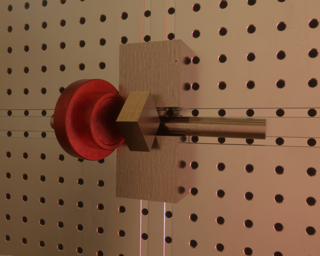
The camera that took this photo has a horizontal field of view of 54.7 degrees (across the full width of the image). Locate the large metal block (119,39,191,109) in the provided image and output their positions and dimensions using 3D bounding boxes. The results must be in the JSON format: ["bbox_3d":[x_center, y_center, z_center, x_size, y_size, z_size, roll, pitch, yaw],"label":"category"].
[{"bbox_3d":[-0.005,-0.065,0.401,0.080,0.050,0.079,1,90,20],"label":"large metal block"}]

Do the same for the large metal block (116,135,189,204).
[{"bbox_3d":[-0.009,0.049,0.403,0.080,0.050,0.079,1,91,20],"label":"large metal block"}]

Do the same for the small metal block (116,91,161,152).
[{"bbox_3d":[-0.023,-0.008,0.361,0.025,0.050,0.050,1,46,20],"label":"small metal block"}]

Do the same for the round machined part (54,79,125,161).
[{"bbox_3d":[-0.072,-0.009,0.368,0.042,0.099,0.097,5,92,34],"label":"round machined part"}]

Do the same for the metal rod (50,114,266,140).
[{"bbox_3d":[-0.016,-0.004,0.418,0.301,0.025,0.025,2,91,19],"label":"metal rod"}]
